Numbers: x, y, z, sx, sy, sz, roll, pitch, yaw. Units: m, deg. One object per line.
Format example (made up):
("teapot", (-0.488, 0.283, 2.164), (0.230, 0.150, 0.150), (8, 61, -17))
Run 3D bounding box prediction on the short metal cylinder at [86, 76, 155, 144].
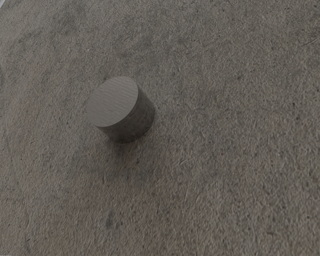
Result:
("short metal cylinder", (-0.054, -0.025, 0.433), (0.080, 0.050, 0.080), (-13, 56, 21))
